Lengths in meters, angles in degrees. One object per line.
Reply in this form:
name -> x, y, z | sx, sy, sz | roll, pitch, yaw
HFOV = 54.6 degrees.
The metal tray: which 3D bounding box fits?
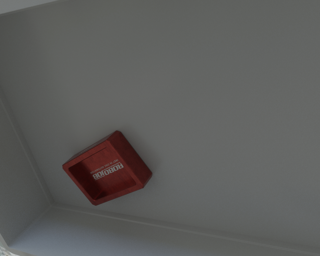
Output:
metal tray -> -0.087, 0.068, 0.493 | 0.130, 0.030, 0.090 | -28, 103, 37
